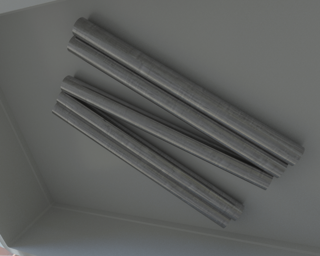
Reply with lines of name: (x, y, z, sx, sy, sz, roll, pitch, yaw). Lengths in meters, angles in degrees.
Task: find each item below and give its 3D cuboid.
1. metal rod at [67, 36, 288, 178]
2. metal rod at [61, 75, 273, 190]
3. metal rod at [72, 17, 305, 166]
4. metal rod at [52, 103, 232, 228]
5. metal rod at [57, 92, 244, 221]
metal rod: (0.016, -0.030, 0.380, 0.301, 0.025, 0.025, 32, 129, 7)
metal rod: (0.001, 0.001, 0.407, 0.301, 0.025, 0.025, 26, 128, 12)
metal rod: (0.027, -0.047, 0.364, 0.301, 0.025, 0.025, 32, 129, 7)
metal rod: (-0.029, 0.050, 0.453, 0.301, 0.025, 0.025, 33, 129, 6)
metal rod: (-0.017, 0.035, 0.438, 0.301, 0.025, 0.025, 33, 129, 6)
